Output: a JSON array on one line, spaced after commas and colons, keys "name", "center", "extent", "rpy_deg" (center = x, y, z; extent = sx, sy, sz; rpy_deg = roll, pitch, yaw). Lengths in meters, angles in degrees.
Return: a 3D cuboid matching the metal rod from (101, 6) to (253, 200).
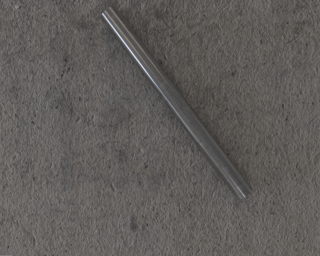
[{"name": "metal rod", "center": [0.022, -0.033, 0.410], "extent": [0.025, 0.025, 0.300], "rpy_deg": [-37, 90, 0]}]
